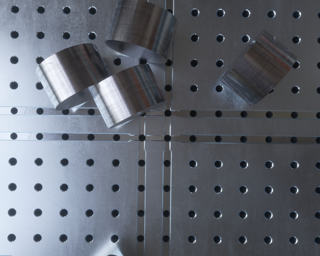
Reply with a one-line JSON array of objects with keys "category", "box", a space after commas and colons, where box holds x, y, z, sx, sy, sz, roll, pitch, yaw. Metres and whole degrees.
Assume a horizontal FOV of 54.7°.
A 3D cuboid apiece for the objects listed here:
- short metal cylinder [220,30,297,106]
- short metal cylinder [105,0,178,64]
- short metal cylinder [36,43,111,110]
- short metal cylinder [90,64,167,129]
[{"category": "short metal cylinder", "box": [0.121, -0.075, 0.387, 0.050, 0.080, 0.080, 40, 90, -1]}, {"category": "short metal cylinder", "box": [-0.023, -0.118, 0.386, 0.080, 0.080, 0.050, 16, 90, -1]}, {"category": "short metal cylinder", "box": [-0.104, -0.062, 0.385, 0.080, 0.080, 0.050, -27, 90, 0]}, {"category": "short metal cylinder", "box": [-0.039, -0.039, 0.385, 0.080, 0.080, 0.050, -26, 91, 0]}]
